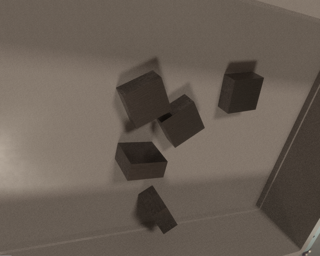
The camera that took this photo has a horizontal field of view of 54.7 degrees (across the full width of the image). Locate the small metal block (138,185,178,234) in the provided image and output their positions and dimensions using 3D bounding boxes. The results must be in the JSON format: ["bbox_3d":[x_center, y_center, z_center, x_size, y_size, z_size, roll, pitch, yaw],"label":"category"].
[{"bbox_3d":[-0.003,0.123,0.469,0.025,0.050,0.050,-32,129,-8],"label":"small metal block"}]

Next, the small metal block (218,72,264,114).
[{"bbox_3d":[0.115,-0.051,0.442,0.050,0.025,0.050,-9,123,-24],"label":"small metal block"}]

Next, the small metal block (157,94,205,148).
[{"bbox_3d":[0.027,-0.009,0.419,0.050,0.025,0.050,-34,129,-7],"label":"small metal block"}]

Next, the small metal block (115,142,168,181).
[{"bbox_3d":[-0.026,0.042,0.406,0.050,0.050,0.025,-1,119,-29],"label":"small metal block"}]

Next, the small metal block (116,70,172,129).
[{"bbox_3d":[-0.019,-0.035,0.378,0.050,0.025,0.050,-28,128,-11],"label":"small metal block"}]
